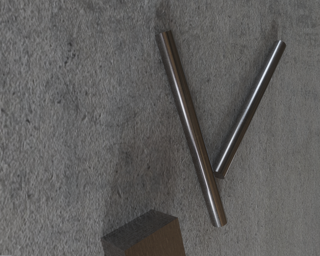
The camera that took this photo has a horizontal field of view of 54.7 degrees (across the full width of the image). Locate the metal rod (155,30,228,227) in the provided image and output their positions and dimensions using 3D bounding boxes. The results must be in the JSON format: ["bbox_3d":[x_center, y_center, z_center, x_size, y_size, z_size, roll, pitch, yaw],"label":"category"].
[{"bbox_3d":[0.049,0.011,0.448,0.025,0.025,0.298,-29,109,-36],"label":"metal rod"}]

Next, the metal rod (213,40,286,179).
[{"bbox_3d":[0.161,-0.044,0.542,0.025,0.025,0.300,47,62,-30],"label":"metal rod"}]

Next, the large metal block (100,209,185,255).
[{"bbox_3d":[-0.016,0.158,0.377,0.081,0.050,0.079,-19,103,-39],"label":"large metal block"}]
